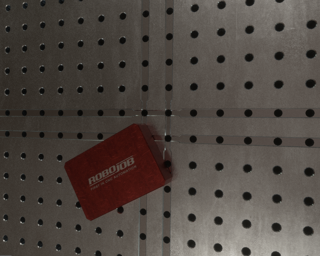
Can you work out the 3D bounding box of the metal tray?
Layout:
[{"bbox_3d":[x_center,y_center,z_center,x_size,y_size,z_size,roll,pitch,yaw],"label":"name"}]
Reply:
[{"bbox_3d":[-0.060,0.061,0.430,0.130,0.030,0.090,-29,81,17],"label":"metal tray"}]
